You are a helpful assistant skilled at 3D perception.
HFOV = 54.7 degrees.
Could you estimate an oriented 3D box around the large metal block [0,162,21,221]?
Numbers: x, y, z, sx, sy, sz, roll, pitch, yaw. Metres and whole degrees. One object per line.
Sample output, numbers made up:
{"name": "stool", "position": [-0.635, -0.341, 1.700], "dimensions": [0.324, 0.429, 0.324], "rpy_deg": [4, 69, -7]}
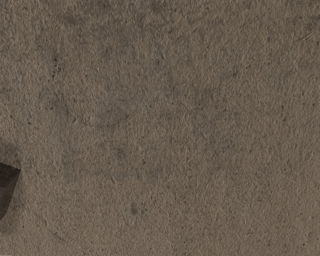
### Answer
{"name": "large metal block", "position": [-0.252, 0.087, 0.425], "dimensions": [0.080, 0.050, 0.079], "rpy_deg": [23, 108, -9]}
